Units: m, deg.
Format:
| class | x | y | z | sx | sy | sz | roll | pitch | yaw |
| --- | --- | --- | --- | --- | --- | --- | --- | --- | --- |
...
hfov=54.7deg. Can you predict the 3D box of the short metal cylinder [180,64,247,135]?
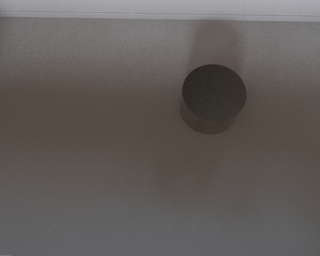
| class | x | y | z | sx | sy | sz | roll | pitch | yaw |
| --- | --- | --- | --- | --- | --- | --- | --- | --- | --- |
| short metal cylinder | 0.068 | -0.037 | 0.411 | 0.081 | 0.050 | 0.080 | 0 | 70 | 0 |
